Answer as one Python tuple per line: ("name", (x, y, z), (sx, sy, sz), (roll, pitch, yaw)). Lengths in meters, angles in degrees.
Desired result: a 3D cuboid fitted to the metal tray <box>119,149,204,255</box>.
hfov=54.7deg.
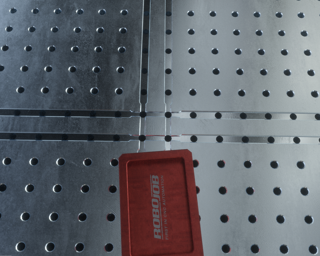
("metal tray", (-0.001, 0.094, 0.374), (0.091, 0.030, 0.129), (-4, 70, -2))
